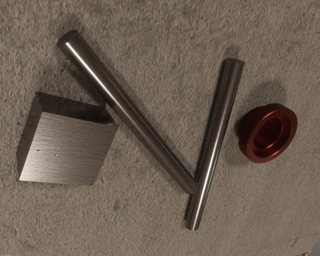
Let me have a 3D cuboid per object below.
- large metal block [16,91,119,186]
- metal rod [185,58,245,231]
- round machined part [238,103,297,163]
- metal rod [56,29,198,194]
[{"bbox_3d":[-0.104,0.014,0.343,0.081,0.050,0.079,13,112,-34],"label":"large metal block"},{"bbox_3d":[0.078,0.042,0.477,0.025,0.025,0.298,-5,121,-26],"label":"metal rod"},{"bbox_3d":[0.164,0.004,0.491,0.099,0.042,0.097,-14,125,-21],"label":"round machined part"},{"bbox_3d":[-0.021,0.003,0.398,0.025,0.025,0.300,-39,130,-2],"label":"metal rod"}]
